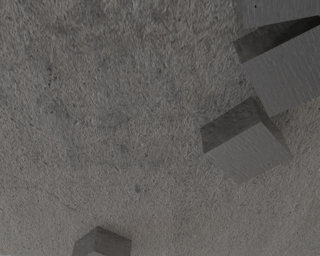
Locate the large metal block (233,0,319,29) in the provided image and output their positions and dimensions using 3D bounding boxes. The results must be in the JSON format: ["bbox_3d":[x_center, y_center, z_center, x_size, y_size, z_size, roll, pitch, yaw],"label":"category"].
[{"bbox_3d":[0.107,-0.142,0.271,0.080,0.050,0.080,-9,130,7],"label":"large metal block"}]

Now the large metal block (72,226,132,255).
[{"bbox_3d":[-0.113,0.241,0.595,0.080,0.050,0.080,34,122,-26],"label":"large metal block"}]

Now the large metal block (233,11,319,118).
[{"bbox_3d":[0.136,-0.070,0.333,0.080,0.050,0.080,-26,126,20],"label":"large metal block"}]

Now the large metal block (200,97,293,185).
[{"bbox_3d":[0.112,0.019,0.408,0.080,0.050,0.080,-34,123,25],"label":"large metal block"}]
